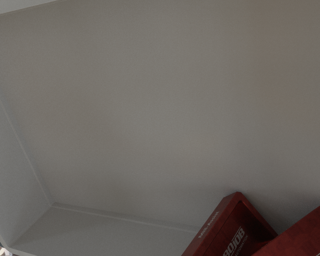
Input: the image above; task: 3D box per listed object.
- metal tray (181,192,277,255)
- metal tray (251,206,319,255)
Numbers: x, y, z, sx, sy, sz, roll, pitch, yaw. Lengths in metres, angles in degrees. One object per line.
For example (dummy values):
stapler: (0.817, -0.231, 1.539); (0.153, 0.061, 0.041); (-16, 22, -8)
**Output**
metal tray: (0.090, 0.152, 0.379); (0.090, 0.131, 0.030); (49, 138, 2)
metal tray: (0.159, 0.158, 0.339); (0.090, 0.131, 0.030); (54, 165, 26)
